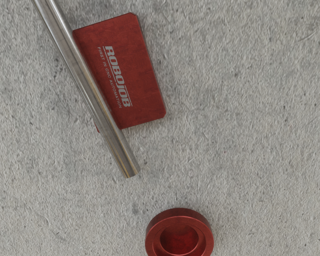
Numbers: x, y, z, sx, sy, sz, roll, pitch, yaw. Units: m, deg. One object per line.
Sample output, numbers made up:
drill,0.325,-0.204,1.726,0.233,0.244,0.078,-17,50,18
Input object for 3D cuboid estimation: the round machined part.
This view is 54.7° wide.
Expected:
round machined part,0.028,0.159,0.460,0.099,0.042,0.097,0,110,0

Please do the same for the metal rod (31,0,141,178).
metal rod,-0.094,-0.072,0.349,0.025,0.025,0.299,-22,109,7

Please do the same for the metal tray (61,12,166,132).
metal tray,-0.053,-0.065,0.383,0.090,0.030,0.129,-16,110,5
